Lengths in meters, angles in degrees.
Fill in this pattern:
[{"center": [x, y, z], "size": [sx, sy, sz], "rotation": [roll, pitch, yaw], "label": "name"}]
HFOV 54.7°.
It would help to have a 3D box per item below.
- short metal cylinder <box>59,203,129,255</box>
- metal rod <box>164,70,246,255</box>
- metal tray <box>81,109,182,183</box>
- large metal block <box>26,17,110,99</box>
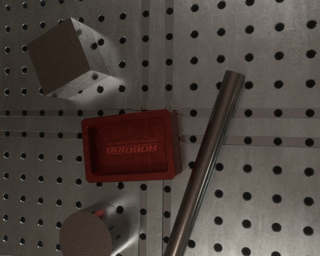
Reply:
[{"center": [-0.090, 0.149, 0.430], "size": [0.080, 0.050, 0.079], "rotation": [0, 90, 19], "label": "short metal cylinder"}, {"center": [0.048, 0.074, 0.395], "size": [0.025, 0.025, 0.298], "rotation": [20, 96, 18], "label": "metal rod"}, {"center": [-0.041, 0.026, 0.423], "size": [0.130, 0.030, 0.089], "rotation": [-6, 88, 19], "label": "metal tray"}, {"center": [-0.131, -0.097, 0.444], "size": [0.080, 0.050, 0.080], "rotation": [-25, 82, 18], "label": "large metal block"}]
